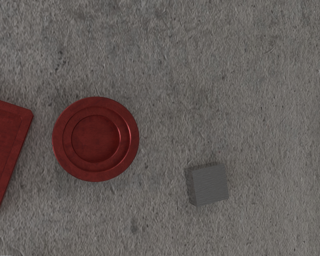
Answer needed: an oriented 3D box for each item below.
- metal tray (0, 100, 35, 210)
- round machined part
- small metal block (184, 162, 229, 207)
[{"bbox_3d":[-0.202,0.029,0.331,0.091,0.030,0.129,20,83,-19],"label":"metal tray"},{"bbox_3d":[-0.078,0.013,0.371,0.099,0.042,0.097,0,90,-20],"label":"round machined part"},{"bbox_3d":[0.065,0.078,0.434,0.050,0.025,0.050,-10,94,-20],"label":"small metal block"}]
